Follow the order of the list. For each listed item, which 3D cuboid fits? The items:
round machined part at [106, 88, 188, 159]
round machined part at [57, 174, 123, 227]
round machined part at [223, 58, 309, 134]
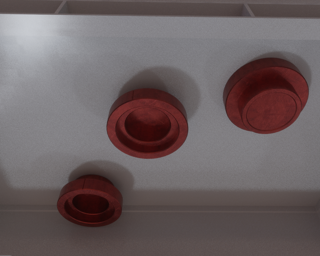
[{"bbox_3d":[-0.015,-0.010,0.389,0.099,0.042,0.097,0,130,0],"label":"round machined part"},{"bbox_3d":[-0.108,0.111,0.491,0.099,0.042,0.097,0,130,0],"label":"round machined part"},{"bbox_3d":[0.128,-0.031,0.373,0.099,0.042,0.097,0,130,0],"label":"round machined part"}]
